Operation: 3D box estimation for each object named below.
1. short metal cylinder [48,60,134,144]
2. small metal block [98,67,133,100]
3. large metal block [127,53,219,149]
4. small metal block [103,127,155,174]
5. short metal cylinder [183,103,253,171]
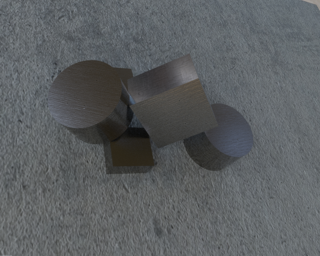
[{"bbox_3d":[-0.074,-0.028,0.344,0.080,0.050,0.080,-3,68,9],"label":"short metal cylinder"},{"bbox_3d":[-0.060,-0.052,0.405,0.050,0.025,0.050,-1,62,-29],"label":"small metal block"},{"bbox_3d":[0.016,-0.030,0.375,0.050,0.080,0.080,-100,164,-45],"label":"large metal block"},{"bbox_3d":[-0.039,0.027,0.369,0.050,0.025,0.050,3,61,-27],"label":"small metal block"},{"bbox_3d":[0.079,0.013,0.426,0.081,0.050,0.080,14,56,-21],"label":"short metal cylinder"}]
